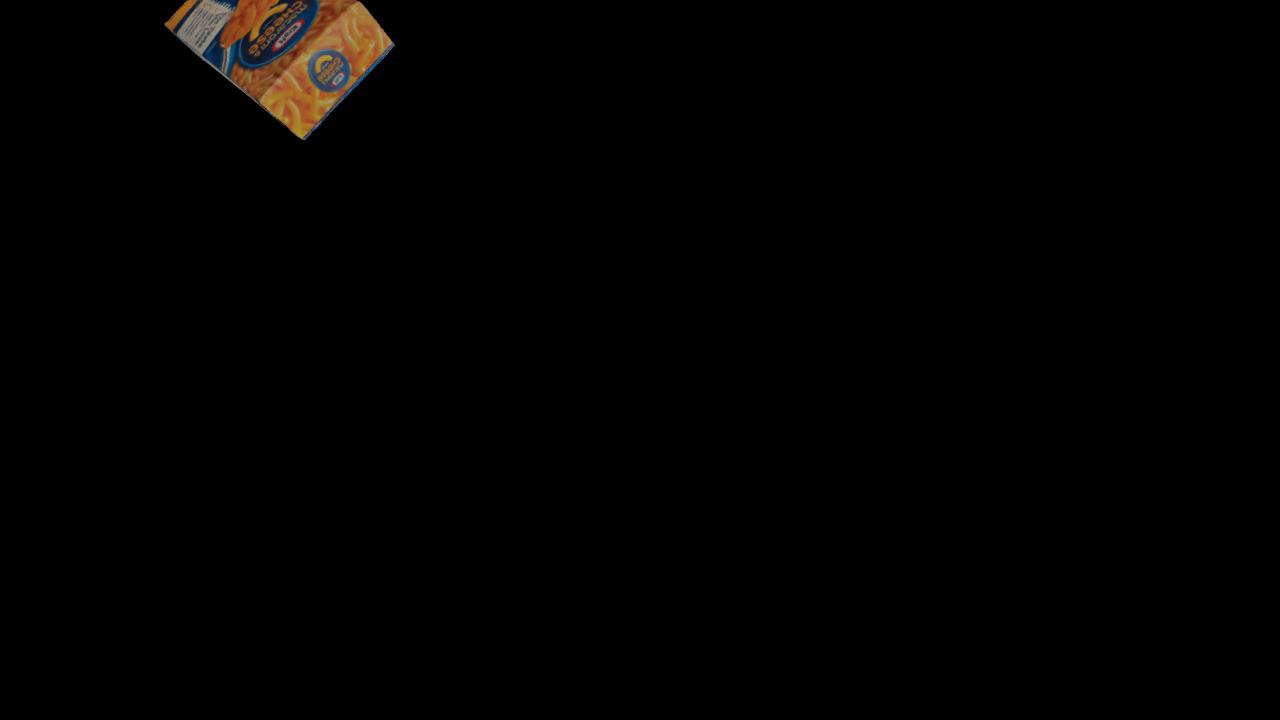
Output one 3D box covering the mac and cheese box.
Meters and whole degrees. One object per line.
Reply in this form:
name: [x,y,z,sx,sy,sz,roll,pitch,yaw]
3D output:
mac and cheese box: [-0.262,-0.232,0.439,0.184,0.093,0.041,36,-8,29]
